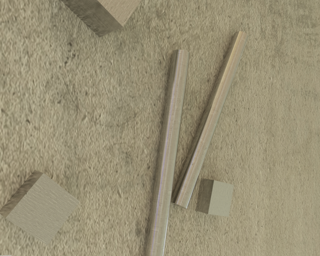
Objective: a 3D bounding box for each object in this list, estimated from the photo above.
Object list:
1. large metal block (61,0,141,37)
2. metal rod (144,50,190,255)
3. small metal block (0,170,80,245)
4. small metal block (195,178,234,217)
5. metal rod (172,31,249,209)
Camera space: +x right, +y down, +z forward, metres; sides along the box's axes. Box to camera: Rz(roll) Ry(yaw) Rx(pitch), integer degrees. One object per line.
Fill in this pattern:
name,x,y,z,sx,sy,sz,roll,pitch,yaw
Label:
large metal block,-0.063,-0.161,0.337,0.080,0.050,0.080,42,65,-33
metal rod,0.009,0.042,0.414,0.025,0.025,0.298,13,82,-40
small metal block,-0.118,0.078,0.307,0.050,0.025,0.050,50,61,-29
small metal block,0.085,0.108,0.479,0.050,0.025,0.050,20,78,-39
metal rod,0.081,-0.024,0.475,0.025,0.025,0.300,36,68,-35
